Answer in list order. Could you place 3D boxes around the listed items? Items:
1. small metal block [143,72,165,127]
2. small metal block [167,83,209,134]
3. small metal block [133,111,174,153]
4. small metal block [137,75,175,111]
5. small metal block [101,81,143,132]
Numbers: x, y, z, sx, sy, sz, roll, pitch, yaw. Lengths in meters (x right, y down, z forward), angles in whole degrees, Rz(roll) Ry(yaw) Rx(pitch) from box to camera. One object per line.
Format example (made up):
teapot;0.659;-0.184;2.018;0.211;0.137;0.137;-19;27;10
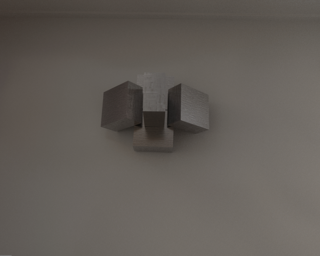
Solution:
small metal block;-0.007;-0.034;0.379;0.025;0.050;0.050;1;70;0
small metal block;0.037;-0.024;0.404;0.050;0.025;0.050;17;66;-36
small metal block;-0.008;0.004;0.406;0.050;0.025;0.050;2;70;1
small metal block;-0.007;-0.044;0.423;0.050;0.025;0.050;3;70;0
small metal block;-0.050;-0.027;0.403;0.050;0.025;0.050;-17;64;40
